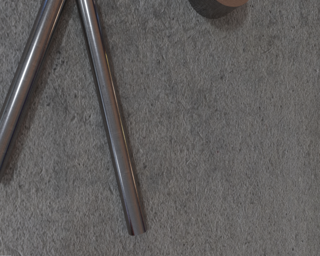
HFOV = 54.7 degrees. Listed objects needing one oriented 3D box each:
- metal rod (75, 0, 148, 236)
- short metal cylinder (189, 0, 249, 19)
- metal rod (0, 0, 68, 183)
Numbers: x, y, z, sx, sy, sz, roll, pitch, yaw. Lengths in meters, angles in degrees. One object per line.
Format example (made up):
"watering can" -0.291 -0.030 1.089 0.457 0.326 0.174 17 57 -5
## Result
"metal rod" -0.059 -0.012 0.387 0.025 0.025 0.298 -14 95 -20
"short metal cylinder" 0.083 -0.199 0.427 0.081 0.050 0.079 0 90 -21
"metal rod" -0.143 -0.085 0.356 0.025 0.025 0.299 20 83 -19
